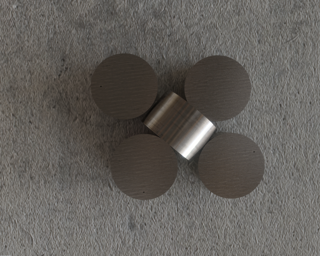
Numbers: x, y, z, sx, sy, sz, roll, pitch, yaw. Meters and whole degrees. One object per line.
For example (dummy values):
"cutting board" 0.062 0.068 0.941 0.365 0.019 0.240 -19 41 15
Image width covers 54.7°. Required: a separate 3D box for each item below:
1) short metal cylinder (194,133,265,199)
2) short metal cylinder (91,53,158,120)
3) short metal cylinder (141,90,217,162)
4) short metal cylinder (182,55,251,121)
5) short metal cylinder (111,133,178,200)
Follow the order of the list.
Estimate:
"short metal cylinder" 0.086 0.045 0.399 0.081 0.050 0.079 0 90 -1
"short metal cylinder" -0.043 -0.050 0.397 0.081 0.050 0.079 0 90 -1
"short metal cylinder" 0.023 -0.003 0.384 0.080 0.080 0.050 40 90 -1
"short metal cylinder" 0.070 -0.048 0.398 0.081 0.050 0.079 0 90 -1
"short metal cylinder" -0.019 0.047 0.397 0.081 0.050 0.079 0 90 -1
